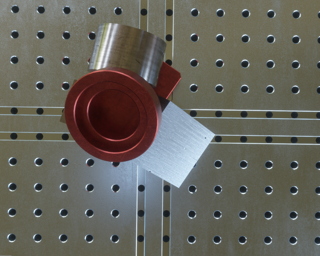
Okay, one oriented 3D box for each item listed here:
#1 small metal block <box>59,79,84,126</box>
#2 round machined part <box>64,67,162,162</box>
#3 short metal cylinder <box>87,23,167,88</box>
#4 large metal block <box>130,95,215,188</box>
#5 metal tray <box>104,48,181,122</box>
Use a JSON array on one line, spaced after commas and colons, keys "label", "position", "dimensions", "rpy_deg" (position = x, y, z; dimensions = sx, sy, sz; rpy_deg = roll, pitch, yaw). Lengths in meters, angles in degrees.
[{"label": "small metal block", "position": [-0.091, -0.027, 0.368], "dimensions": [0.025, 0.050, 0.050], "rpy_deg": [19, 90, 0]}, {"label": "round machined part", "position": [-0.046, -0.016, 0.330], "dimensions": [0.098, 0.042, 0.097], "rpy_deg": [4, 110, 10]}, {"label": "short metal cylinder", "position": [-0.037, -0.080, 0.355], "dimensions": [0.080, 0.080, 0.050], "rpy_deg": [13, 90, -1]}, {"label": "large metal block", "position": [0.007, 0.015, 0.383], "dimensions": [0.080, 0.050, 0.080], "rpy_deg": [34, 90, -31]}, {"label": "metal tray", "position": [-0.044, -0.040, 0.411], "dimensions": [0.090, 0.030, 0.130], "rpy_deg": [35, 90, -1]}]
